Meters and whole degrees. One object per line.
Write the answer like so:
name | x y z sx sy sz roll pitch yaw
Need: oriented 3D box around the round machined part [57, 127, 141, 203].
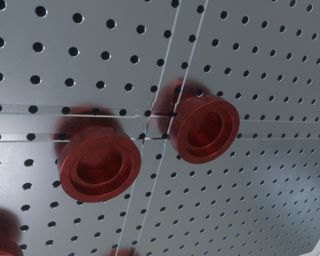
round machined part | -0.076 0.041 0.383 0.099 0.042 0.097 -14 124 -21

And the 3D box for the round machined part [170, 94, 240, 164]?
round machined part | 0.057 -0.002 0.430 0.099 0.042 0.097 -14 124 -21

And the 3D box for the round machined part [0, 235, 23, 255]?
round machined part | -0.222 0.170 0.384 0.099 0.042 0.097 -14 124 -21
